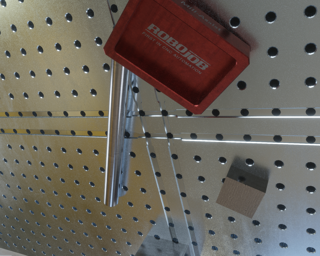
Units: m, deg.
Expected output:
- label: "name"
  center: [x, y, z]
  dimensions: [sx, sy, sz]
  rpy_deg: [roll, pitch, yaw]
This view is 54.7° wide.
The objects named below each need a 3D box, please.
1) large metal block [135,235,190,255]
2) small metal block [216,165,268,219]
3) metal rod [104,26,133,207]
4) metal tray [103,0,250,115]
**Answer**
- label: "large metal block"
  center: [0.009, 0.242, 0.539]
  dimensions: [0.080, 0.050, 0.079]
  rpy_deg: [4, 120, 26]
- label: "small metal block"
  center: [0.107, 0.084, 0.406]
  dimensions: [0.050, 0.025, 0.050]
  rpy_deg: [22, 127, 14]
- label: "metal rod"
  center: [-0.063, 0.005, 0.445]
  dimensions: [0.025, 0.025, 0.298]
  rpy_deg: [21, 126, 15]
- label: "metal tray"
  center: [0.017, -0.082, 0.329]
  dimensions: [0.130, 0.030, 0.090]
  rpy_deg: [33, 129, -10]
